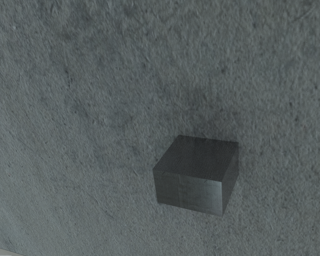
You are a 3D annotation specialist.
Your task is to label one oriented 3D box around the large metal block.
[{"bbox_3d":[0.047,0.054,0.380,0.080,0.080,0.050,7,122,25],"label":"large metal block"}]
